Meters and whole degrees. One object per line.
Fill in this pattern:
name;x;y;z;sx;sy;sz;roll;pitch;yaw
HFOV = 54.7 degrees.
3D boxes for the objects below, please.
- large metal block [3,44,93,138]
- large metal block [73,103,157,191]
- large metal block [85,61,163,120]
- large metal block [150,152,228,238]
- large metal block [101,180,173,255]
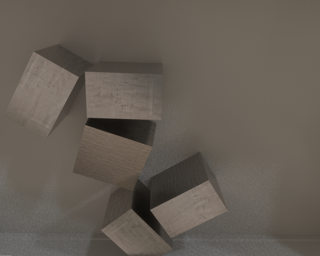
large metal block;-0.126;-0.046;0.363;0.050;0.080;0.080;30;107;-11
large metal block;-0.058;0.025;0.396;0.080;0.050;0.079;19;125;-8
large metal block;-0.038;-0.047;0.364;0.081;0.080;0.050;2;110;-1
large metal block;0.035;0.086;0.414;0.080;0.080;0.050;-29;108;10
large metal block;-0.029;0.127;0.429;0.050;0.080;0.080;-38;106;12
